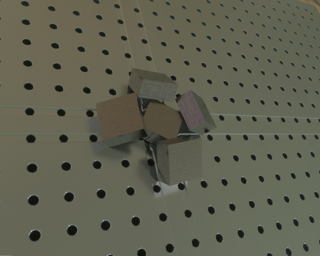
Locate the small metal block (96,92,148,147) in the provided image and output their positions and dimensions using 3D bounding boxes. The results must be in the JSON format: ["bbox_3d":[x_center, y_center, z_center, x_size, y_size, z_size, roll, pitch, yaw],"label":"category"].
[{"bbox_3d":[-0.046,-0.010,0.375,0.050,0.025,0.050,-16,65,2],"label":"small metal block"}]

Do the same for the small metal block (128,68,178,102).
[{"bbox_3d":[-0.010,-0.059,0.424,0.050,0.025,0.050,6,23,-25],"label":"small metal block"}]

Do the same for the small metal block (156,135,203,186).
[{"bbox_3d":[0.025,0.039,0.383,0.050,0.025,0.050,-10,102,-33],"label":"small metal block"}]

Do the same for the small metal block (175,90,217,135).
[{"bbox_3d":[0.051,-0.020,0.435,0.050,0.025,0.050,19,44,-62],"label":"small metal block"}]

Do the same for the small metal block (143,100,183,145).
[{"bbox_3d":[-0.001,-0.005,0.412,0.050,0.025,0.050,28,52,-11],"label":"small metal block"}]
